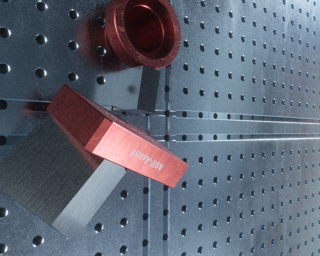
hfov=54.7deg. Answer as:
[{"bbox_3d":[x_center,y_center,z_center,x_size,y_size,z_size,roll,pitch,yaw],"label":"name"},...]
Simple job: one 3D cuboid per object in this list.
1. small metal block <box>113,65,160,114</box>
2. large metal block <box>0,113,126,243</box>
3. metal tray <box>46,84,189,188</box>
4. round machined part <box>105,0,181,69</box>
[{"bbox_3d":[-0.029,-0.044,0.369,0.025,0.050,0.050,13,82,-40],"label":"small metal block"},{"bbox_3d":[-0.092,0.043,0.287,0.080,0.080,0.050,-53,155,-27],"label":"large metal block"},{"bbox_3d":[-0.039,0.011,0.314,0.030,0.090,0.130,-56,138,0],"label":"metal tray"},{"bbox_3d":[-0.024,-0.117,0.376,0.099,0.042,0.097,3,86,-40],"label":"round machined part"}]
